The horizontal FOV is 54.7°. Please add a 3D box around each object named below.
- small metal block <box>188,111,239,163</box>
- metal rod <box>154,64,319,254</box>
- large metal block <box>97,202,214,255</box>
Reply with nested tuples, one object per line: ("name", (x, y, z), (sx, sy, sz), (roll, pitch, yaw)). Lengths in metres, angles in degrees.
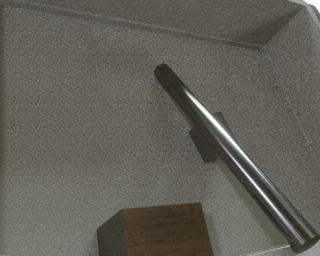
("small metal block", (0.072, 0.013, 0.422), (0.025, 0.050, 0.050), (-14, 69, -34))
("metal rod", (0.064, 0.006, 0.361), (0.025, 0.025, 0.300), (-2, 39, -30))
("large metal block", (-0.009, 0.110, 0.299), (0.081, 0.080, 0.050), (3, 61, -27))
